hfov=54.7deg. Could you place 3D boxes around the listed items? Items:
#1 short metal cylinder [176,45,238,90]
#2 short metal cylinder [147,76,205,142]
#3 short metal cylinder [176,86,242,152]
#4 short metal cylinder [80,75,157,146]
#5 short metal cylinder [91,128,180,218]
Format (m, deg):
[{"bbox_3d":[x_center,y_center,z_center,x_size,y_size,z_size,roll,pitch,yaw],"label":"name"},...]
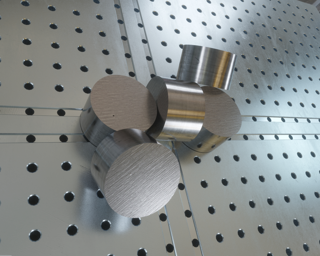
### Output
[{"bbox_3d":[0.068,-0.089,0.457,0.081,0.080,0.050,8,100,-24],"label":"short metal cylinder"},{"bbox_3d":[0.014,-0.023,0.396,0.050,0.080,0.080,5,60,-26],"label":"short metal cylinder"},{"bbox_3d":[0.067,-0.012,0.436,0.081,0.050,0.080,14,56,-21],"label":"short metal cylinder"},{"bbox_3d":[-0.051,-0.017,0.376,0.081,0.050,0.080,14,56,-21],"label":"short metal cylinder"},{"bbox_3d":[-0.026,0.046,0.325,0.081,0.050,0.079,-9,110,-25],"label":"short metal cylinder"}]
